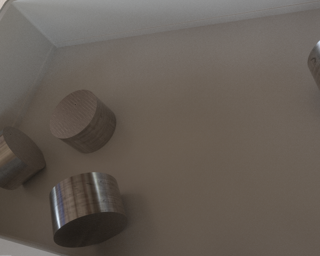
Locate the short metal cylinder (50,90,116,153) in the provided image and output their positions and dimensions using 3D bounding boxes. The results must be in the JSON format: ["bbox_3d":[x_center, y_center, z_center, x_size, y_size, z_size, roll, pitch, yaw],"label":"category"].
[{"bbox_3d":[-0.112,-0.009,0.454,0.080,0.050,0.080,-13,56,21],"label":"short metal cylinder"}]

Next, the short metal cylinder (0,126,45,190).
[{"bbox_3d":[-0.219,0.044,0.459,0.050,0.080,0.080,-38,51,3],"label":"short metal cylinder"}]

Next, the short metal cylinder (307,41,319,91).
[{"bbox_3d":[0.196,-0.059,0.304,0.080,0.080,0.050,-18,55,18],"label":"short metal cylinder"}]

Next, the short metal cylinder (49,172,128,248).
[{"bbox_3d":[-0.083,0.095,0.356,0.080,0.080,0.050,-30,52,9],"label":"short metal cylinder"}]
